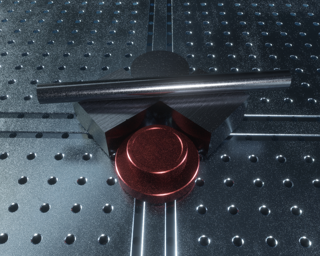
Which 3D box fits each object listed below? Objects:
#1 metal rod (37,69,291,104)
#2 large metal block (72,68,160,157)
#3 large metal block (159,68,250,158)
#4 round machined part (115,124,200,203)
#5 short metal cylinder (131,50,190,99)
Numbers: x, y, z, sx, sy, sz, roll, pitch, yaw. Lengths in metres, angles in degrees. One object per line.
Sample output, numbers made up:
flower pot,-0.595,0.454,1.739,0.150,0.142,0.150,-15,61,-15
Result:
metal rod,0.007,-0.051,0.378,0.302,0.025,0.025,-4,50,-3
large metal block,-0.058,-0.023,0.405,0.081,0.050,0.080,-32,59,-25
large metal block,0.055,-0.022,0.402,0.080,0.050,0.080,35,59,25
round machined part,-0.003,0.034,0.362,0.099,0.042,0.098,0,50,0
short metal cylinder,0.000,-0.066,0.442,0.081,0.050,0.080,0,50,0
